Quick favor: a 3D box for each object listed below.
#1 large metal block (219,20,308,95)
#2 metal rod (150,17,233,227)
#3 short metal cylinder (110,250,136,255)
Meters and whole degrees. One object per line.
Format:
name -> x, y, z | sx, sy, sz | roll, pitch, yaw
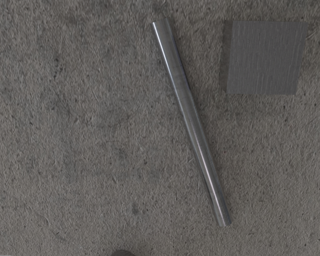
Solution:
large metal block -> 0.117, -0.085, 0.366 | 0.081, 0.050, 0.079 | 1, 110, -1
metal rod -> 0.048, 0.006, 0.412 | 0.025, 0.025, 0.298 | -18, 109, 6
short metal cylinder -> -0.059, 0.234, 0.466 | 0.080, 0.080, 0.050 | 39, 105, -13
